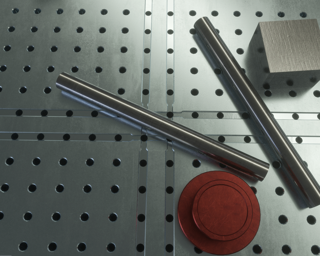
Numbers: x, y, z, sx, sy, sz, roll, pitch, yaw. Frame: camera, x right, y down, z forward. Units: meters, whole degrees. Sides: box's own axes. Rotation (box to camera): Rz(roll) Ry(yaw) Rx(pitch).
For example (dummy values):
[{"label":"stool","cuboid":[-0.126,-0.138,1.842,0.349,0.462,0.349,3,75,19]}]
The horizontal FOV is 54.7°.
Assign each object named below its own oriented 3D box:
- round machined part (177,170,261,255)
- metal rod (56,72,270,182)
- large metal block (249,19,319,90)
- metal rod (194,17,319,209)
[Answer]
[{"label":"round machined part","cuboid":[0.070,0.098,0.367,0.099,0.042,0.098,0,70,0]},{"label":"metal rod","cuboid":[-0.003,-0.005,0.413,0.301,0.025,0.025,24,72,8]},{"label":"large metal block","cuboid":[0.179,-0.103,0.437,0.081,0.050,0.080,-4,70,-2]},{"label":"metal rod","cuboid":[0.128,-0.034,0.424,0.025,0.025,0.299,-25,72,-9]}]
